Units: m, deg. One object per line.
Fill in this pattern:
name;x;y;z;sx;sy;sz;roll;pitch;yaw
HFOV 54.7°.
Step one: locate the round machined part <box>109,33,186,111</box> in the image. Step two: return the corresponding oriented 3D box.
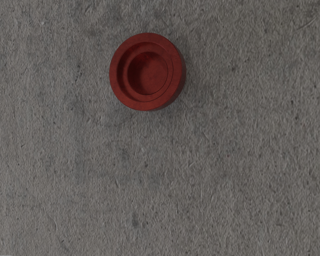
round machined part;-0.013;-0.070;0.404;0.098;0.042;0.097;0;90;20
